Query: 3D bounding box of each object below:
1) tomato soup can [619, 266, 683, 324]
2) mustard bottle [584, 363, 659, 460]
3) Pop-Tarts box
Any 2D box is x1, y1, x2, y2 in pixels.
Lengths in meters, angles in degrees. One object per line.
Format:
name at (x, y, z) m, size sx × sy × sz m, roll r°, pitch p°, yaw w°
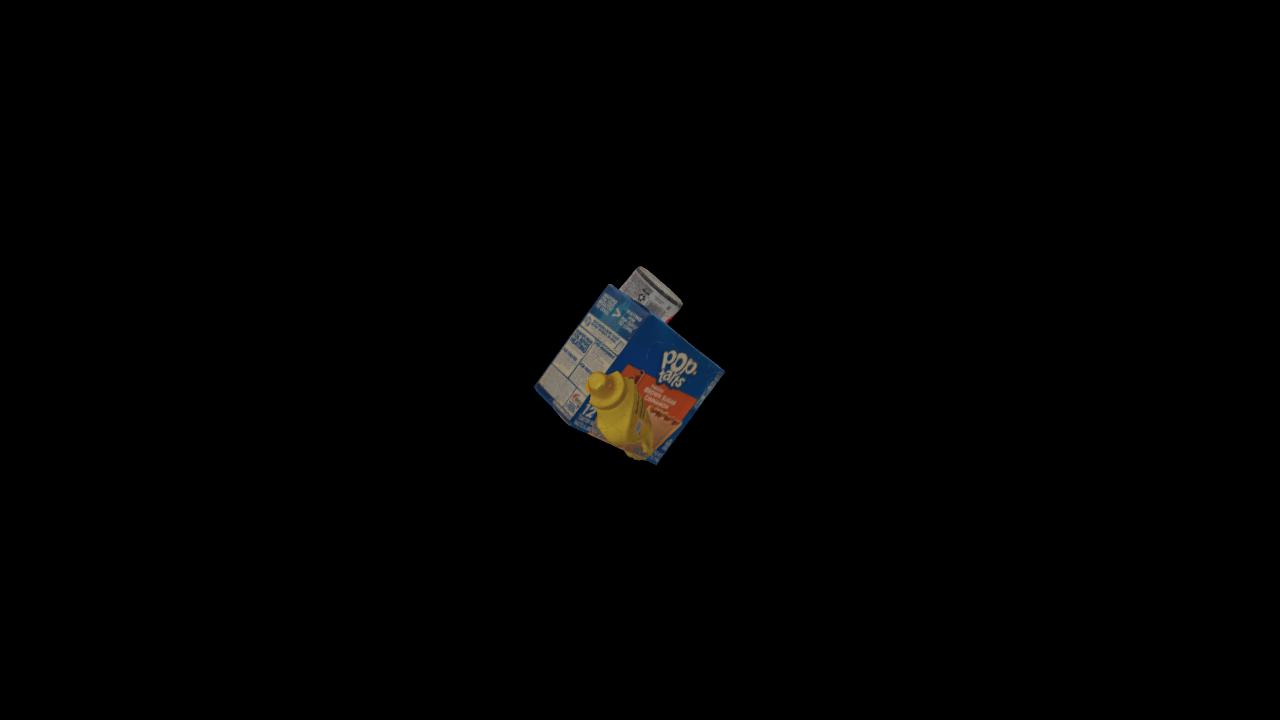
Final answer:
tomato soup can at (-0.009, -0.047, 0.688) m, size 0.068 × 0.101 × 0.068 m, roll 39°, pitch 13°, yaw -11°
mustard bottle at (-0.016, 0.049, 0.666) m, size 0.054 × 0.092 × 0.184 m, roll 1°, pitch -19°, yaw 18°
Pop-Tarts box at (-0.006, 0.022, 0.688) m, size 0.083 × 0.141 × 0.167 m, roll 38°, pitch 2°, yaw 41°
